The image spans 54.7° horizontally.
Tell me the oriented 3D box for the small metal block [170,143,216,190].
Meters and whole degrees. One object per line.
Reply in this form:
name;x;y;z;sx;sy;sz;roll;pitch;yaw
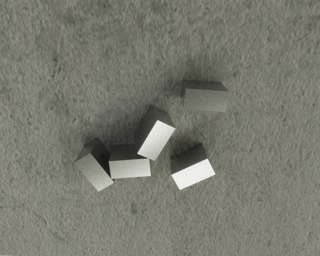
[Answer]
small metal block;0.042;0.050;0.416;0.050;0.050;0.025;-26;108;9

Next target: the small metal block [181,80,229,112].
small metal block;0.053;-0.041;0.382;0.050;0.050;0.025;4;110;-2

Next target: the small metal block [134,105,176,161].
small metal block;-0.009;0.005;0.397;0.025;0.050;0.050;25;108;-20

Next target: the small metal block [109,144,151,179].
small metal block;-0.038;0.042;0.412;0.050;0.050;0.025;-4;110;1

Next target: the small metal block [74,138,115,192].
small metal block;-0.083;0.048;0.413;0.025;0.050;0.050;-31;108;11
